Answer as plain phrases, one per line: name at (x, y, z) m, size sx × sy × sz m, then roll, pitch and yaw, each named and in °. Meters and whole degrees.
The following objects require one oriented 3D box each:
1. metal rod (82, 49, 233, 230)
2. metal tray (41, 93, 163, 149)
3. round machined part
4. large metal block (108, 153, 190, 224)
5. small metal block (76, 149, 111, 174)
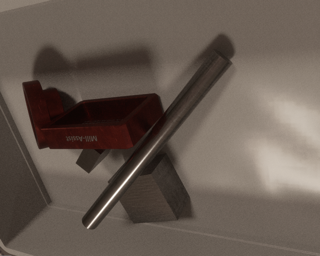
metal rod at (-0.018, 0.031, 0.389) m, size 0.025 × 0.025 × 0.298 m, roll 39°, pitch 114°, yaw 1°
metal tray at (-0.073, -0.009, 0.398) m, size 0.130 × 0.090 × 0.030 m, roll -2°, pitch 117°, yaw 29°
round machined part at (-0.165, -0.021, 0.449) m, size 0.098 × 0.042 × 0.097 m, roll 43°, pitch 140°, yaw 51°
large metal block at (-0.015, 0.090, 0.455) m, size 0.080 × 0.050 × 0.080 m, roll -16°, pitch 110°, yaw 34°
small metal block at (-0.092, 0.032, 0.459) m, size 0.025 × 0.050 × 0.050 m, roll 39°, pitch 129°, yaw 2°
